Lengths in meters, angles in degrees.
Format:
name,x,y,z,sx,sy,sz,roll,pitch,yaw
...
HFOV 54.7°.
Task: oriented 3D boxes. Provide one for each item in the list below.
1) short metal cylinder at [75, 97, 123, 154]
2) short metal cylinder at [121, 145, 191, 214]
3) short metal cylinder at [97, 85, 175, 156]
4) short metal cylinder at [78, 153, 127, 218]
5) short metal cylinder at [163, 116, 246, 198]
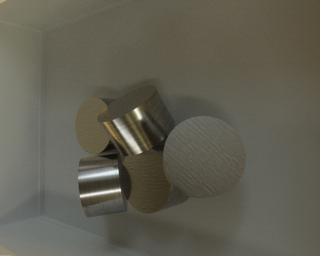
name,x,y,z,sx,sy,sz,roll,pitch,yaw
short metal cylinder,-0.077,-0.003,0.448,0.080,0.050,0.079,0,90,39
short metal cylinder,-0.003,0.062,0.389,0.080,0.050,0.079,0,90,39
short metal cylinder,-0.029,-0.010,0.381,0.080,0.080,0.050,-10,119,39
short metal cylinder,-0.076,0.077,0.420,0.050,0.080,0.080,-8,83,-3
short metal cylinder,0.043,0.032,0.325,0.081,0.050,0.080,0,76,-1
